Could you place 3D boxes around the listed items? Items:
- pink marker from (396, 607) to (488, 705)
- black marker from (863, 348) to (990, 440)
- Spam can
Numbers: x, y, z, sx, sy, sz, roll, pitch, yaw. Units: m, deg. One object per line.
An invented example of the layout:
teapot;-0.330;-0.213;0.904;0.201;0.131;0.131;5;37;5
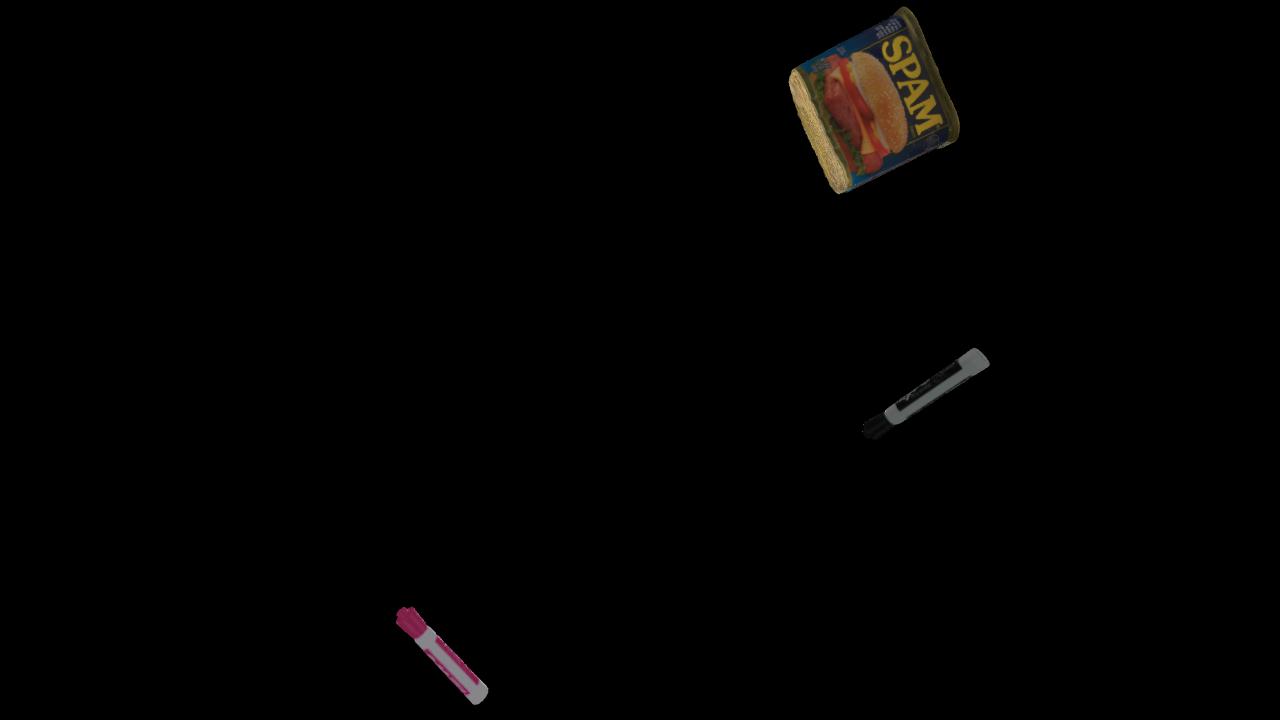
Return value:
pink marker;-0.183;0.273;0.569;0.020;0.121;0.020;-29;18;11
black marker;0.241;0.033;0.530;0.020;0.020;0.121;0;-36;-45
Spam can;0.168;-0.186;0.453;0.085;0.101;0.058;-25;4;8
